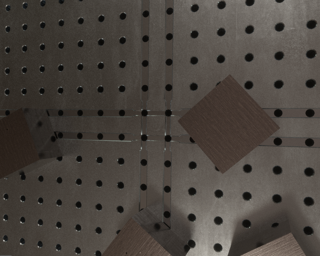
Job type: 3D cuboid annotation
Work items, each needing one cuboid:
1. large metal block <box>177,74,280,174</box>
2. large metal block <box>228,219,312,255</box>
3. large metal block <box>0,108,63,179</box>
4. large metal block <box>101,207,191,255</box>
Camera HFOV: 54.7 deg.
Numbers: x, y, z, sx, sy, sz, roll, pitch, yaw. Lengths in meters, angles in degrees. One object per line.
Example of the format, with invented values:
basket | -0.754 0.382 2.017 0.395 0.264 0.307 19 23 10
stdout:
large metal block | 0.083 -0.004 0.370 0.080 0.050 0.080 -43 77 15
large metal block | 0.134 0.164 0.352 0.080 0.050 0.080 -33 80 16
large metal block | -0.208 0.023 0.471 0.080 0.050 0.080 -25 82 18
large metal block | -0.021 0.166 0.406 0.080 0.050 0.080 39 102 15
